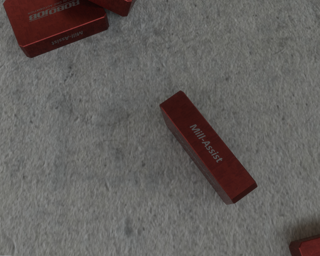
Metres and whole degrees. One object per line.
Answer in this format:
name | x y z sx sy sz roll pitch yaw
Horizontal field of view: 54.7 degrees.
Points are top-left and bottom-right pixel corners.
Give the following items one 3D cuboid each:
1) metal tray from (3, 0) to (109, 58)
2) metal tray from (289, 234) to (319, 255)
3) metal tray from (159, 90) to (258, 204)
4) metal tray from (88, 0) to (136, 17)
metal tray | -0.154 -0.170 0.466 0.131 0.030 0.090 -24 72 -9
metal tray | 0.212 0.183 0.341 0.091 0.030 0.130 -13 71 -5
metal tray | 0.053 0.027 0.362 0.030 0.090 0.130 -36 74 -3
metal tray | -0.093 -0.229 0.459 0.131 0.030 0.090 23 56 -8
